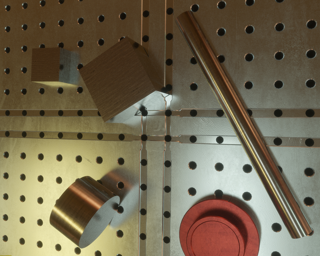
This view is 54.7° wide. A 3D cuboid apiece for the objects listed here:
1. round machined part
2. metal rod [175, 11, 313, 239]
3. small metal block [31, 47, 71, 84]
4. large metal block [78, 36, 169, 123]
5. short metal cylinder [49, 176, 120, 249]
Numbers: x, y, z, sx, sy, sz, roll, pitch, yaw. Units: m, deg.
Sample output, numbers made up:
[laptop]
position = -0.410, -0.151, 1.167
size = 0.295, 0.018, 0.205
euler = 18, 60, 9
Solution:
[round machined part]
position = 0.070, 0.136, 0.378
size = 0.098, 0.042, 0.097
euler = 0, 90, 19
[metal rod]
position = 0.097, -0.011, 0.378
size = 0.025, 0.025, 0.299
euler = -29, 81, 17
[small metal block]
position = -0.165, -0.094, 0.469
size = 0.050, 0.025, 0.050
euler = 3, 91, 19
[large metal block]
position = -0.048, -0.061, 0.415
size = 0.080, 0.050, 0.080
euler = -30, 80, 17
[short metal cylinder]
position = -0.099, 0.112, 0.417
size = 0.050, 0.080, 0.080
euler = 31, 100, 17
